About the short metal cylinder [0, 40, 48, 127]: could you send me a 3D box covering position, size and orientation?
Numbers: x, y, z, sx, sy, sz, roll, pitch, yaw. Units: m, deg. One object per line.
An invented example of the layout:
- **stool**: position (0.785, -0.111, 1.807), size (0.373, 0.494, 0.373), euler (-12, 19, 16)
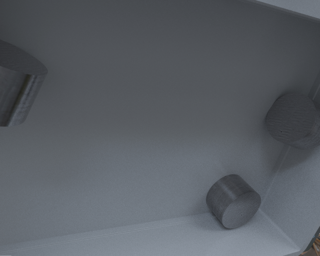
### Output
- **short metal cylinder**: position (-0.146, -0.044, 0.266), size (0.080, 0.080, 0.050), euler (20, 108, -36)

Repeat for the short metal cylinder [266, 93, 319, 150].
- **short metal cylinder**: position (0.218, -0.010, 0.489), size (0.050, 0.080, 0.080), euler (18, 109, -36)

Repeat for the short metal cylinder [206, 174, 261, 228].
- **short metal cylinder**: position (0.129, 0.129, 0.545), size (0.081, 0.050, 0.079), euler (-14, 125, -21)
